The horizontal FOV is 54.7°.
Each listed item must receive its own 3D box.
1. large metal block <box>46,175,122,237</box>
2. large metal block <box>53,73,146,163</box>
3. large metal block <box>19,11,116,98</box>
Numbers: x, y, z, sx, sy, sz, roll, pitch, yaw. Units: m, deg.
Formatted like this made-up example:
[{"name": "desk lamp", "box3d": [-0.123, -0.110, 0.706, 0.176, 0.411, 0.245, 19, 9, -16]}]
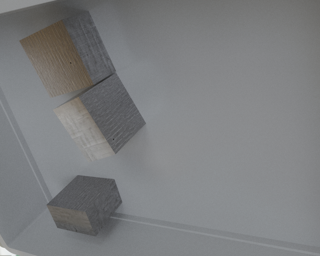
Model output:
[{"name": "large metal block", "box3d": [-0.123, 0.126, 0.516, 0.080, 0.080, 0.050, 1, 119, 28]}, {"name": "large metal block", "box3d": [-0.075, -0.014, 0.404, 0.050, 0.080, 0.080, -19, 109, 35]}, {"name": "large metal block", "box3d": [-0.117, -0.092, 0.397, 0.080, 0.050, 0.080, -10, 114, 32]}]
